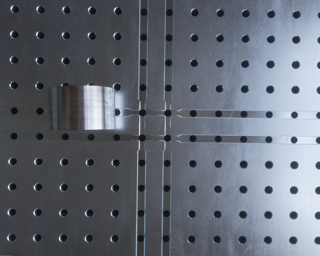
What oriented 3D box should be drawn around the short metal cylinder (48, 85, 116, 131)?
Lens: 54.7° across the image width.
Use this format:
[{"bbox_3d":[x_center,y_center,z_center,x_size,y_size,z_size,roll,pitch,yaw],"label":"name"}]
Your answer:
[{"bbox_3d":[-0.096,-0.023,0.385,0.081,0.080,0.050,-1,90,-1],"label":"short metal cylinder"}]
